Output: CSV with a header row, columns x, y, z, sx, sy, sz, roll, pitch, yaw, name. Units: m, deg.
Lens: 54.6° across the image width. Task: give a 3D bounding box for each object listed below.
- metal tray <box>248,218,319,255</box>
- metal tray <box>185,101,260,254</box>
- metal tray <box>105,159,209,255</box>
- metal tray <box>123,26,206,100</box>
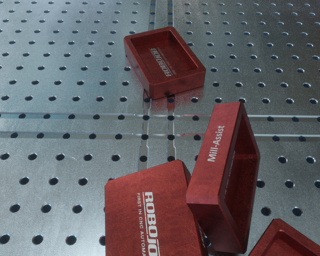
x,y,z,sx,sy,sz,roll,pitch,yaw,name
0.107,0.157,0.272,0.090,0.030,0.131,34,58,25,metal tray
0.071,0.046,0.318,0.030,0.090,0.130,-6,40,31,metal tray
-0.006,0.102,0.299,0.090,0.030,0.130,-19,49,11,metal tray
0.004,-0.108,0.495,0.091,0.030,0.130,-17,52,-14,metal tray
